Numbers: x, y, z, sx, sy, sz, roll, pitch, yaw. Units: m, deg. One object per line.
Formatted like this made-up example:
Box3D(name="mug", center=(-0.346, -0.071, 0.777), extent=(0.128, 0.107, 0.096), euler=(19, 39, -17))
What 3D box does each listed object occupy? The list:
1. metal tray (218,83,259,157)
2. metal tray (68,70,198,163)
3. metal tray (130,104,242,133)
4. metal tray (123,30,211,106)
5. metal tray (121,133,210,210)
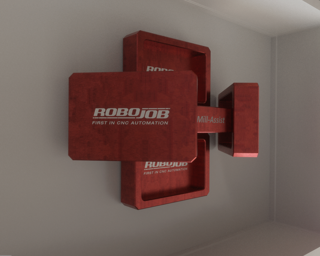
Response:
Box3D(name="metal tray", center=(0.105, -0.010, 0.433), extent=(0.030, 0.130, 0.089), euler=(1, 90, 2))
Box3D(name="metal tray", center=(-0.027, -0.012, 0.322), extent=(0.030, 0.131, 0.089), euler=(3, 87, -82))
Box3D(name="metal tray", center=(0.029, -0.010, 0.387), extent=(0.131, 0.090, 0.030), euler=(0, 90, -41))
Box3D(name="metal tray", center=(0.013, -0.070, 0.412), extent=(0.131, 0.030, 0.089), euler=(0, 91, -41))
Box3D(name="metal tray", center=(0.012, 0.051, 0.409), extent=(0.131, 0.030, 0.089), euler=(0, 90, -41))
